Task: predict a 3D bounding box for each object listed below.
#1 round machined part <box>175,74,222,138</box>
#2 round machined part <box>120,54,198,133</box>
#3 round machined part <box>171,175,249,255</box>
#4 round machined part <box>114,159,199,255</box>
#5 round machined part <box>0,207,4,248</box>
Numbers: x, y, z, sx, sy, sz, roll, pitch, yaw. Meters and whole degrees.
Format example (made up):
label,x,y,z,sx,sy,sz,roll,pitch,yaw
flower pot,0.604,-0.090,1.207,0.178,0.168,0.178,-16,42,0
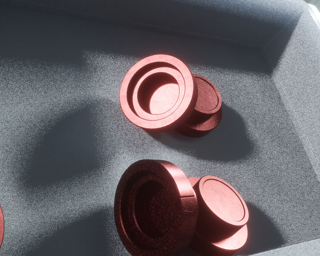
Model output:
label,x,y,z,sx,sy,sz,roll,pitch,yaw
round machined part,0.049,-0.039,0.447,0.099,0.042,0.098,14,56,-21
round machined part,0.001,-0.041,0.400,0.098,0.098,0.042,68,13,20
round machined part,0.060,0.093,0.351,0.098,0.042,0.098,26,30,-16
round machined part,0.000,0.081,0.313,0.042,0.098,0.098,9,56,-44
round machined part,-0.178,0.082,0.234,0.098,0.042,0.098,35,40,-35
